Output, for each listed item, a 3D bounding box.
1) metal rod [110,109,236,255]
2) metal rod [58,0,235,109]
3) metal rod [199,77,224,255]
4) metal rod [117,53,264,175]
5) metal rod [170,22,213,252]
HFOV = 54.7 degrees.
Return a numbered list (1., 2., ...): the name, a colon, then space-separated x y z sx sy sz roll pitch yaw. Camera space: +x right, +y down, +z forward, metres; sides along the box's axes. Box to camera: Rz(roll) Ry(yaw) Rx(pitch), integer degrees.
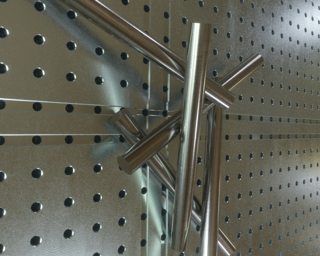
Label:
1. metal rod: 0.031 0.091 0.437 0.025 0.025 0.300 -53 121 -27
2. metal rod: -0.028 -0.102 0.352 0.301 0.025 0.025 29 72 -25
3. metal rod: 0.076 0.069 0.450 0.025 0.025 0.299 17 71 -39
4. metal rod: 0.060 -0.035 0.427 0.302 0.025 0.025 -38 114 -34
5. metal rod: 0.035 0.027 0.384 0.025 0.025 0.298 -15 117 -39
